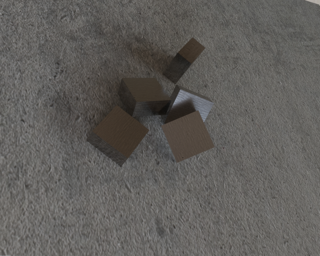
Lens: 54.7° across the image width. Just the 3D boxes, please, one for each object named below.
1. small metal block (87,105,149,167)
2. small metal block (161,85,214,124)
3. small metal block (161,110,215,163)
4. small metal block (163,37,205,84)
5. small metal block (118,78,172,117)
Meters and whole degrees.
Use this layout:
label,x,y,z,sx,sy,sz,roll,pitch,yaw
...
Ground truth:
label,x,y,z,sx,sy,sz,roll,pitch,yaw
small metal block,-0.049,0.009,0.371,0.050,0.025,0.050,38,51,-3
small metal block,0.036,-0.024,0.419,0.050,0.050,0.025,20,17,-17
small metal block,0.035,0.011,0.394,0.050,0.025,0.050,-23,85,0
small metal block,0.036,-0.102,0.469,0.025,0.050,0.050,40,51,-2
small metal block,-0.021,-0.041,0.408,0.050,0.025,0.050,-6,46,-31
